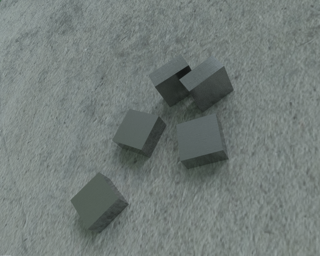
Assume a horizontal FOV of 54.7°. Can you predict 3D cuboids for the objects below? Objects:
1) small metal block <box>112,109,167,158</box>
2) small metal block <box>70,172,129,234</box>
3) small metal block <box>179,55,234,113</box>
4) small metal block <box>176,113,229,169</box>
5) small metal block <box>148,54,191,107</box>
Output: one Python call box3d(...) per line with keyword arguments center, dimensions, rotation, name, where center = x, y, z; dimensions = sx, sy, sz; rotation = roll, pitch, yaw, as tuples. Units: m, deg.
box3d(center=(-0.027, 0.006, 0.413), dimensions=(0.050, 0.025, 0.050), rotation=(15, 69, 33), name="small metal block")
box3d(center=(-0.075, 0.092, 0.385), dimensions=(0.050, 0.025, 0.050), rotation=(-45, 51, -4), name="small metal block")
box3d(center=(0.059, -0.054, 0.389), dimensions=(0.050, 0.050, 0.025), rotation=(-37, 51, 4), name="small metal block")
box3d(center=(0.049, 0.016, 0.367), dimensions=(0.050, 0.025, 0.050), rotation=(-17, 55, 18), name="small metal block")
box3d(center=(0.021, -0.062, 0.414), dimensions=(0.050, 0.050, 0.025), rotation=(-32, 52, 7), name="small metal block")
